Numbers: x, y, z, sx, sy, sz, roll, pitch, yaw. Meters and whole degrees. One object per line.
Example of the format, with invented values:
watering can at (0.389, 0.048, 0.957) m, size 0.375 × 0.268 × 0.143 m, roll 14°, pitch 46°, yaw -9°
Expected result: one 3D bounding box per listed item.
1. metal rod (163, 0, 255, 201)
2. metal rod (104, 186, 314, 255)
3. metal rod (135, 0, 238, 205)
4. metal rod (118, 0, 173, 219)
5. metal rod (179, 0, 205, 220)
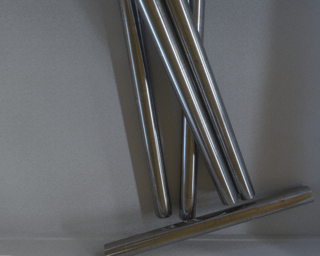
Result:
metal rod at (0.067, -0.025, 0.383) m, size 0.025 × 0.025 × 0.299 m, roll -22°, pitch 116°, yaw 7°
metal rod at (0.071, 0.135, 0.440) m, size 0.302 × 0.025 × 0.025 m, roll -15°, pitch 110°, yaw -4°
metal rod at (0.041, -0.020, 0.375) m, size 0.025 × 0.025 × 0.299 m, roll -22°, pitch 116°, yaw 7°
metal rod at (-0.015, -0.012, 0.406) m, size 0.025 × 0.025 × 0.298 m, roll -8°, pitch 110°, yaw 2°
metal rod at (0.040, -0.008, 0.408) m, size 0.025 × 0.025 × 0.298 m, roll 0°, pitch 110°, yaw 0°
